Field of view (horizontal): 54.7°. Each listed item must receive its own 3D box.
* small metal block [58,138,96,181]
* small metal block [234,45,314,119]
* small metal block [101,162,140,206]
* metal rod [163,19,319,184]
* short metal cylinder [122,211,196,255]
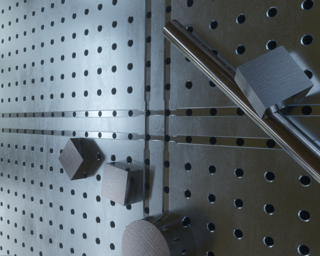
[{"bbox_3d":[-0.141,0.052,0.523,0.050,0.025,0.050,50,119,28],"label":"small metal block"},{"bbox_3d":[0.109,-0.045,0.302,0.050,0.025,0.050,-27,69,-4],"label":"small metal block"},{"bbox_3d":[-0.059,0.081,0.455,0.050,0.025,0.050,13,98,39],"label":"small metal block"},{"bbox_3d":[0.099,-0.025,0.326,0.300,0.025,0.025,50,119,28],"label":"metal rod"},{"bbox_3d":[-0.003,0.151,0.393,0.080,0.050,0.079,0,90,39],"label":"short metal cylinder"}]
